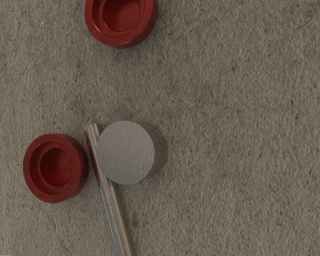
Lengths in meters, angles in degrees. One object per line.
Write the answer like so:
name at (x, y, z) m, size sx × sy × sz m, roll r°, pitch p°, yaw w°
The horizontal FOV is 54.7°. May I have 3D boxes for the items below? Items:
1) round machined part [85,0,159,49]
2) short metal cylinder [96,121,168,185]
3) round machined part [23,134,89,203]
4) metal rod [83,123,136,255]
round machined part at (-0.048, -0.155, 0.417) m, size 0.098 × 0.042 × 0.097 m, roll 0°, pitch 90°, yaw 20°
short metal cylinder at (-0.036, 0.030, 0.408) m, size 0.080 × 0.050 × 0.079 m, roll 0°, pitch 90°, yaw 20°
round machined part at (-0.145, 0.056, 0.451) m, size 0.098 × 0.042 × 0.097 m, roll 0°, pitch 90°, yaw 20°
metal rod at (-0.057, 0.140, 0.428) m, size 0.025 × 0.025 × 0.299 m, roll -18°, pitch 84°, yaw 19°
